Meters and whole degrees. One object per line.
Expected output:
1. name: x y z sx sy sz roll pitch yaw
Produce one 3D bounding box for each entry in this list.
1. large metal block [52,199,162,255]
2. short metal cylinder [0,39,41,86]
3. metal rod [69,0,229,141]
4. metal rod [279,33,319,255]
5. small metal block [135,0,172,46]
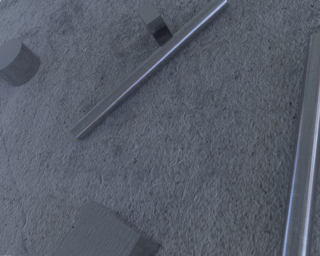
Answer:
1. large metal block: -0.059 0.136 0.334 0.080 0.050 0.080 23 74 36
2. short metal cylinder: -0.288 -0.129 0.615 0.080 0.050 0.080 -13 56 20
3. metal rod: -0.015 -0.091 0.466 0.300 0.025 0.025 -42 51 -2
4. metal rod: 0.146 0.027 0.310 0.025 0.025 0.300 4 64 30
5. small metal block: -0.009 -0.165 0.492 0.025 0.050 0.050 -34 52 6
